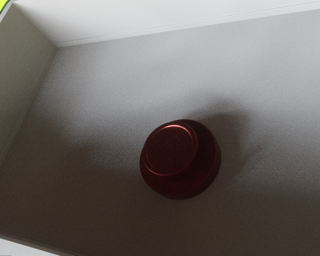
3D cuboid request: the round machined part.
[{"bbox_3d":[0.019,0.031,0.367,0.098,0.042,0.098,-13,56,21],"label":"round machined part"}]
